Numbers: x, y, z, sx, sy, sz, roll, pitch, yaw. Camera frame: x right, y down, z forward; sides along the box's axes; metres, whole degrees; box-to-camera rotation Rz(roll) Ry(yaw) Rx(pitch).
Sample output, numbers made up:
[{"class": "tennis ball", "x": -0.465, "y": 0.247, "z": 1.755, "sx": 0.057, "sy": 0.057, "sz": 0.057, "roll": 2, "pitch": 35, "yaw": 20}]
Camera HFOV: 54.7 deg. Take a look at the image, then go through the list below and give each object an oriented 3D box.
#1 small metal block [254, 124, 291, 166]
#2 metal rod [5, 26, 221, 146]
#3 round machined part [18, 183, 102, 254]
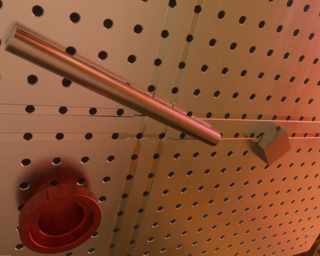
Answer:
[{"class": "small metal block", "x": 0.197, "y": 0.030, "z": 0.541, "sx": 0.050, "sy": 0.025, "sz": 0.050, "roll": -36, "pitch": 130, "yaw": -4}, {"class": "metal rod", "x": -0.028, "y": -0.033, "z": 0.376, "sx": 0.302, "sy": 0.025, "sz": 0.025, "roll": 24, "pitch": 105, "yaw": -37}, {"class": "round machined part", "x": -0.129, "y": 0.111, "z": 0.399, "sx": 0.099, "sy": 0.042, "sz": 0.097, "roll": -14, "pitch": 125, "yaw": -21}]
